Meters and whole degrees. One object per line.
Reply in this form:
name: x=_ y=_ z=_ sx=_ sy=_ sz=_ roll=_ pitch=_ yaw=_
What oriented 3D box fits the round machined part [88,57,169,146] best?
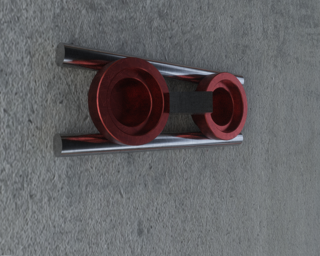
round machined part: x=-0.038 y=-0.029 z=0.357 sx=0.099 sy=0.042 sz=0.097 roll=0 pitch=90 yaw=-40

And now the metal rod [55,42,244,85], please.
metal rod: x=0.013 y=-0.076 z=0.416 sx=0.302 sy=0.025 sz=0.025 roll=0 pitch=90 yaw=-40

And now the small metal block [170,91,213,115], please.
small metal block: x=0.038 y=-0.030 z=0.387 sx=0.050 sy=0.050 sz=0.025 roll=0 pitch=90 yaw=3

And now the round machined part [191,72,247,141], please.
round machined part: x=0.083 y=-0.031 z=0.457 sx=0.099 sy=0.042 sz=0.097 roll=0 pitch=90 yaw=-40

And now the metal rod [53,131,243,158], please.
metal rod: x=0.011 y=0.017 z=0.414 sx=0.302 sy=0.025 sz=0.025 roll=0 pitch=90 yaw=-40
